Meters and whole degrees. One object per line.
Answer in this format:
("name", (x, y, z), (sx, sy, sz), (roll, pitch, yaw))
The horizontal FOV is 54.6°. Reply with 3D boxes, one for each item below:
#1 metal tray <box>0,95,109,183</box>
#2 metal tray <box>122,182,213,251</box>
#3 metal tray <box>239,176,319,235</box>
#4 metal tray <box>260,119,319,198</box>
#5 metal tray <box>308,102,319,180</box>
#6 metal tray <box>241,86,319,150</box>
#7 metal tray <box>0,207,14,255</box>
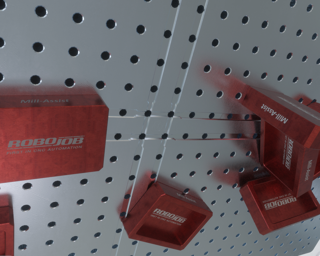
("metal tray", (-0.128, 0.011, 0.345), (0.131, 0.030, 0.089), (-4, 120, -27))
("metal tray", (0.016, 0.148, 0.506), (0.131, 0.030, 0.090), (31, 101, -38))
("metal tray", (0.222, 0.133, 0.568), (0.131, 0.090, 0.030), (-8, 150, -24))
("metal tray", (0.202, 0.039, 0.494), (0.030, 0.090, 0.129), (-26, 133, -12))
("metal tray", (0.268, 0.030, 0.555), (0.090, 0.030, 0.130), (-32, 118, -9))
("metal tray", (0.190, -0.015, 0.437), (0.091, 0.130, 0.030), (7, 115, -32))
("metal tray", (-0.244, 0.144, 0.363), (0.131, 0.030, 0.089), (-1, 119, -28))
